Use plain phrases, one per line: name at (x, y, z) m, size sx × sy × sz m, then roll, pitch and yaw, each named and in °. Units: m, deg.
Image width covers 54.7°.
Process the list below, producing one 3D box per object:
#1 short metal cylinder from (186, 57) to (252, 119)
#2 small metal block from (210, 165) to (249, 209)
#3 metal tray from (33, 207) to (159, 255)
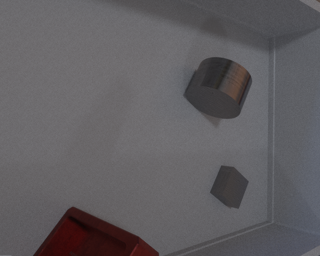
short metal cylinder at (0.085, -0.056, 0.444) m, size 0.080 × 0.080 × 0.050 m, roll 40°, pitch 66°, yaw -33°
small metal block at (0.114, 0.096, 0.506) m, size 0.050 × 0.025 × 0.050 m, roll 42°, pitch 65°, yaw -32°
metal tray at (-0.071, 0.129, 0.280) m, size 0.030 × 0.130 × 0.090 m, roll 50°, pitch 60°, yaw -29°
